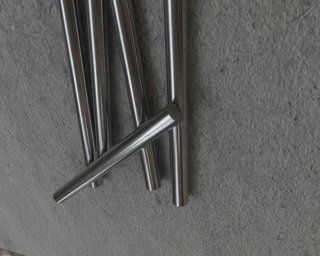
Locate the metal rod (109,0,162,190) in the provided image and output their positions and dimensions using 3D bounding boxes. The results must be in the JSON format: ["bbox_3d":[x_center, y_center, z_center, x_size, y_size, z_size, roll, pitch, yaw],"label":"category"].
[{"bbox_3d":[-0.029,-0.045,0.394,0.025,0.025,0.298,6,121,25],"label":"metal rod"}]

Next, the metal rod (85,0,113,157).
[{"bbox_3d":[-0.077,-0.085,0.394,0.025,0.025,0.298,16,125,19],"label":"metal rod"}]

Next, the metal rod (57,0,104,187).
[{"bbox_3d":[-0.108,-0.036,0.441,0.025,0.025,0.298,13,124,21],"label":"metal rod"}]

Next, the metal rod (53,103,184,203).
[{"bbox_3d":[-0.078,0.051,0.445,0.025,0.025,0.299,49,129,-7],"label":"metal rod"}]

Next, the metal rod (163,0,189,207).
[{"bbox_3d":[0.022,-0.021,0.381,0.025,0.025,0.298,11,123,22],"label":"metal rod"}]
